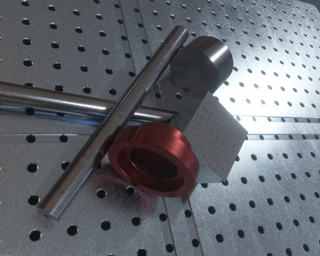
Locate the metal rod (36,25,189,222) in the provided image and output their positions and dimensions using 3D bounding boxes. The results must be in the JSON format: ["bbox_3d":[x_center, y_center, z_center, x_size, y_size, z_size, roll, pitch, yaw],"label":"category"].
[{"bbox_3d":[-0.039,-0.027,0.372,0.025,0.025,0.301,35,60,-6],"label":"metal rod"}]

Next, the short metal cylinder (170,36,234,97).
[{"bbox_3d":[0.062,-0.091,0.464,0.080,0.080,0.050,44,51,2],"label":"short metal cylinder"}]

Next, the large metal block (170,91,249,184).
[{"bbox_3d":[0.055,0.014,0.394,0.080,0.050,0.080,43,61,-18],"label":"large metal block"}]

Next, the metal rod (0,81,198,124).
[{"bbox_3d":[-0.086,-0.026,0.378,0.302,0.025,0.025,8,58,-24],"label":"metal rod"}]

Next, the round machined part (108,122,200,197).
[{"bbox_3d":[-0.004,0.031,0.342,0.098,0.097,0.042,32,52,-8],"label":"round machined part"}]
